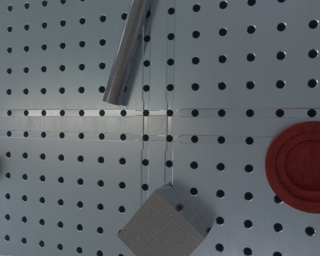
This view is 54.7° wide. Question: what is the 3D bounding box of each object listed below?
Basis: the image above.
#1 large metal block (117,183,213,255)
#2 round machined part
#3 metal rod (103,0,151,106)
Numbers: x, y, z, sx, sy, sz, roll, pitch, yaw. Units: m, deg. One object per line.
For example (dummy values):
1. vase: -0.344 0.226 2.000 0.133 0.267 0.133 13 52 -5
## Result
1. large metal block: 0.007 0.131 0.397 0.080 0.050 0.080 41 103 15
2. round machined part: 0.169 0.041 0.344 0.098 0.042 0.097 0 90 20
3. metal rod: -0.025 -0.177 0.421 0.025 0.025 0.298 19 96 19
